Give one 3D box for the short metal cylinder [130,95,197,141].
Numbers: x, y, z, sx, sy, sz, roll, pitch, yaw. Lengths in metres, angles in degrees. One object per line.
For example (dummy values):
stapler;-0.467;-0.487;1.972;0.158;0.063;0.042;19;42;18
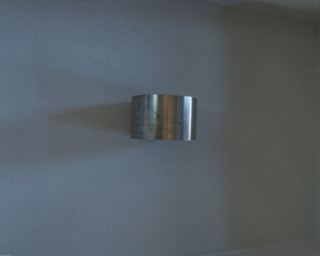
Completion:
short metal cylinder;0.005;-0.011;0.380;0.081;0.080;0.050;2;90;-20
